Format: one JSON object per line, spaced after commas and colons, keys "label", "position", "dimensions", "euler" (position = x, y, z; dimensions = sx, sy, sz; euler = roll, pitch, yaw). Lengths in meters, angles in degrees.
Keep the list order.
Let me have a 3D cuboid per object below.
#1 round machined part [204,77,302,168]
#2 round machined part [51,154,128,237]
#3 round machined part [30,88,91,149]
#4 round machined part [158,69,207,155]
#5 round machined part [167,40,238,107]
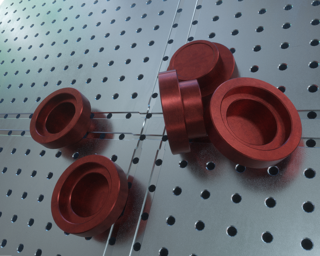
{"label": "round machined part", "position": [0.094, -0.003, 0.330], "dimensions": [0.099, 0.042, 0.098], "euler": [5, 61, -9]}
{"label": "round machined part", "position": [-0.082, 0.086, 0.386], "dimensions": [0.098, 0.042, 0.098], "euler": [-13, 56, 20]}
{"label": "round machined part", "position": [-0.148, -0.011, 0.479], "dimensions": [0.098, 0.042, 0.098], "euler": [-13, 56, 20]}
{"label": "round machined part", "position": [0.028, -0.020, 0.360], "dimensions": [0.042, 0.098, 0.098], "euler": [-10, 56, 5]}
{"label": "round machined part", "position": [0.051, -0.079, 0.418], "dimensions": [0.098, 0.042, 0.098], "euler": [-13, 56, 20]}
